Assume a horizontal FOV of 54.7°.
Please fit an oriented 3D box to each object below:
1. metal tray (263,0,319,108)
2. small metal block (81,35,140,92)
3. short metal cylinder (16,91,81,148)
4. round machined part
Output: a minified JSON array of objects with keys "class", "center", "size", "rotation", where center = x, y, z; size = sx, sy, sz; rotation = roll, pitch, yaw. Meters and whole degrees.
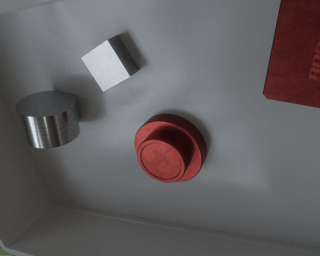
[{"class":"metal tray","center":[0.151,-0.082,0.275],"size":[0.090,0.030,0.129],"rotation":[13,124,20]},{"class":"small metal block","center":[-0.062,-0.081,0.390],"size":[0.050,0.025,0.050],"rotation":[-22,107,35]},{"class":"short metal cylinder","center":[-0.159,-0.014,0.446],"size":[0.080,0.080,0.050],"rotation":[14,124,20]},{"class":"round machined part","center":[0.009,0.033,0.413],"size":[0.098,0.042,0.097],"rotation":[13,124,20]}]
